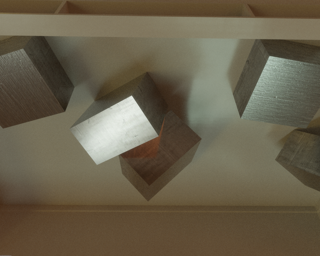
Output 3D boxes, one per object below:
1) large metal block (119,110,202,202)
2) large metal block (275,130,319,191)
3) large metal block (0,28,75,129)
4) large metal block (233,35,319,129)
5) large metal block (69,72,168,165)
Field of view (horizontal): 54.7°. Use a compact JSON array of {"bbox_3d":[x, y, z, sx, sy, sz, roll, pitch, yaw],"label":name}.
[{"bbox_3d":[-0.001,0.036,0.380,0.080,0.050,0.080,-40,163,-19],"label":"large metal block"},{"bbox_3d":[0.217,0.051,0.409,0.080,0.080,0.050,36,84,-27],"label":"large metal block"},{"bbox_3d":[-0.156,-0.053,0.345,0.080,0.050,0.080,-14,129,11],"label":"large metal block"},{"bbox_3d":[0.139,-0.051,0.350,0.081,0.050,0.079,8,130,-7],"label":"large metal block"},{"bbox_3d":[-0.042,-0.013,0.354,0.080,0.080,0.050,-26,110,20],"label":"large metal block"}]
